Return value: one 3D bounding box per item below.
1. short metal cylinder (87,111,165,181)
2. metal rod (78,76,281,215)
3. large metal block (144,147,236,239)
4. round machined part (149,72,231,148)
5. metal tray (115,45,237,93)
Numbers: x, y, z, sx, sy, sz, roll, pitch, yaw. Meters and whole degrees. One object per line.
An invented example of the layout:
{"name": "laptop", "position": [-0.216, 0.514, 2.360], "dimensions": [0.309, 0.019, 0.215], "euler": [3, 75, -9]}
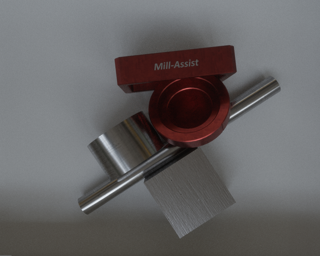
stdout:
{"name": "short metal cylinder", "position": [-0.041, 0.022, 0.382], "dimensions": [0.080, 0.080, 0.050], "euler": [-33, 90, 0]}
{"name": "metal rod", "position": [0.026, 0.022, 0.410], "dimensions": [0.301, 0.025, 0.025], "euler": [-33, 90, -1]}
{"name": "large metal block", "position": [0.036, 0.078, 0.397], "dimensions": [0.080, 0.050, 0.080], "euler": [-33, 90, 0]}
{"name": "round machined part", "position": [0.039, -0.020, 0.388], "dimensions": [0.098, 0.042, 0.098], "euler": [-6, 64, 13]}
{"name": "metal tray", "position": [0.017, -0.068, 0.377], "dimensions": [0.131, 0.090, 0.030], "euler": [-6, 90, -1]}
